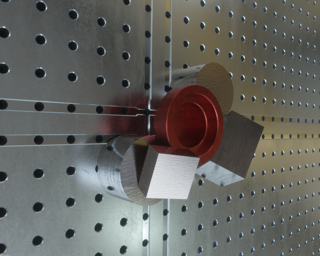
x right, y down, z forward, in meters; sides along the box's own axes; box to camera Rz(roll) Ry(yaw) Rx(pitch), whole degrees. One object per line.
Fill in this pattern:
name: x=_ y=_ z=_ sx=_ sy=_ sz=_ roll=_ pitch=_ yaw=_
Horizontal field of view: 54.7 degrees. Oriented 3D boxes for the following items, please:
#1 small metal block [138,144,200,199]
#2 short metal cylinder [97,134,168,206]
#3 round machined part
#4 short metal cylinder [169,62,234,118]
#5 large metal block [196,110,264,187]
small metal block: x=0.009 y=0.048 z=0.335 sx=0.050 sy=0.025 sz=0.050 roll=9 pitch=104 yaw=-28
short metal cylinder: x=-0.027 y=0.048 z=0.370 sx=0.081 sy=0.050 sz=0.079 roll=0 pitch=90 yaw=-40
round machined part: x=0.031 y=-0.003 z=0.386 sx=0.099 sy=0.042 sz=0.097 roll=0 pitch=90 yaw=-40
short metal cylinder: x=0.060 y=-0.050 z=0.443 sx=0.081 sy=0.050 sz=0.079 roll=0 pitch=90 yaw=-40
large metal block: x=0.096 y=0.032 z=0.445 sx=0.050 sy=0.080 sz=0.080 roll=28 pitch=69 yaw=-1
